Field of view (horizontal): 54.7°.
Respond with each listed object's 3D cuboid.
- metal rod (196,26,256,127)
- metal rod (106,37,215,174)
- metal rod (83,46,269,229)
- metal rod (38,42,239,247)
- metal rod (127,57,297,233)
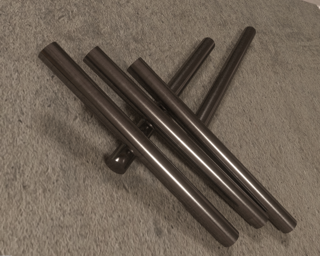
[{"bbox_3d":[0.115,-0.095,0.525,0.025,0.025,0.301,37,51,-4],"label":"metal rod"},{"bbox_3d":[0.017,-0.051,0.445,0.025,0.025,0.301,38,51,-3],"label":"metal rod"},{"bbox_3d":[0.025,0.017,0.382,0.300,0.025,0.025,44,50,-8],"label":"metal rod"},{"bbox_3d":[-0.017,0.025,0.349,0.300,0.025,0.025,47,50,-8],"label":"metal rod"},{"bbox_3d":[0.071,0.026,0.406,0.300,0.025,0.025,46,51,-5],"label":"metal rod"}]
